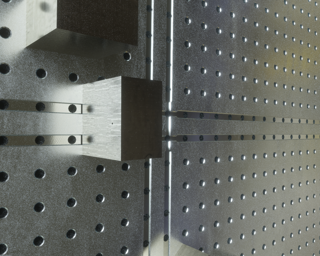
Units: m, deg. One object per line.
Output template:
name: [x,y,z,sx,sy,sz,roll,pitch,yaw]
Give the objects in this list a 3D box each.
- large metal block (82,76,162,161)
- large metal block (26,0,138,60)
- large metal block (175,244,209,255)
large metal block: [-0.043,-0.009,0.337,0.050,0.080,0.080,0,90,-40]
large metal block: [-0.078,-0.105,0.307,0.081,0.080,0.050,1,90,-40]
large metal block: [0.045,0.225,0.430,0.080,0.050,0.080,-46,118,-30]
